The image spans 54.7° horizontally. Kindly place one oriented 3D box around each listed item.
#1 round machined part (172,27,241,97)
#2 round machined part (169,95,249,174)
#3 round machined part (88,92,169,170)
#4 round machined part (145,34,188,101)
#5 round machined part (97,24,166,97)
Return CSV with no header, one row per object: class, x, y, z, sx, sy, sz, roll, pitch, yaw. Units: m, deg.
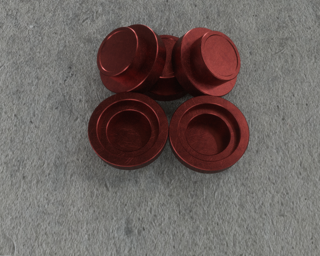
round machined part,0.068,-0.088,0.410,0.099,0.042,0.098,8,74,-30
round machined part,0.060,0.011,0.397,0.099,0.042,0.098,0,70,-1
round machined part,-0.039,0.006,0.397,0.099,0.042,0.098,0,70,-1
round machined part,0.007,-0.090,0.433,0.099,0.042,0.098,0,70,-1
round machined part,-0.044,-0.093,0.408,0.098,0.042,0.098,-10,71,31
